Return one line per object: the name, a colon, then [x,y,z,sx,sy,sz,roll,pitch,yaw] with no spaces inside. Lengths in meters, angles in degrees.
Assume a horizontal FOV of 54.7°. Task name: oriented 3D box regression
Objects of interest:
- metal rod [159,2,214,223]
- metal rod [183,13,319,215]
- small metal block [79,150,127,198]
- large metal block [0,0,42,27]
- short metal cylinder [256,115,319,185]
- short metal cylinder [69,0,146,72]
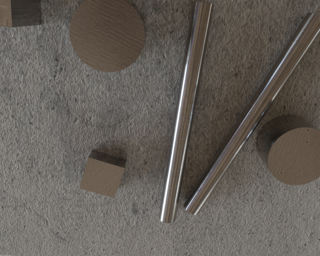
metal rod: [0.030,-0.005,0.408,0.025,0.025,0.298,7,110,-3]
metal rod: [0.115,-0.005,0.408,0.025,0.025,0.298,26,108,-10]
small metal block: [-0.079,0.064,0.433,0.050,0.025,0.050,18,109,-7]
large metal block: [-0.164,-0.151,0.323,0.050,0.080,0.079,6,110,-2]
short metal cylinder: [0.174,0.028,0.409,0.081,0.050,0.079,0,110,0]
short metal cylinder: [-0.057,-0.108,0.356,0.081,0.050,0.079,0,110,0]
